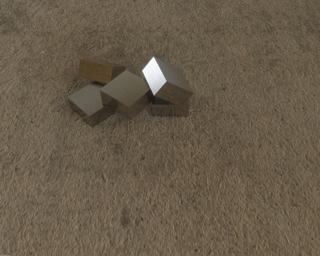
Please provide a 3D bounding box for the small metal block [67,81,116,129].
[{"bbox_3d":[-0.091,-0.034,0.432,0.050,0.025,0.050,38,59,27],"label":"small metal block"}]

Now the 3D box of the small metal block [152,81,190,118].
[{"bbox_3d":[0.015,-0.042,0.440,0.050,0.025,0.050,2,50,1],"label":"small metal block"}]

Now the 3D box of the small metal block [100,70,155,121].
[{"bbox_3d":[-0.042,-0.044,0.407,0.050,0.025,0.050,31,56,23],"label":"small metal block"}]

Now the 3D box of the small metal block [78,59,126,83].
[{"bbox_3d":[-0.085,-0.084,0.459,0.050,0.025,0.050,15,15,11],"label":"small metal block"}]

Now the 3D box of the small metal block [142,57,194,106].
[{"bbox_3d":[0.010,-0.061,0.407,0.050,0.025,0.050,17,37,-41],"label":"small metal block"}]
